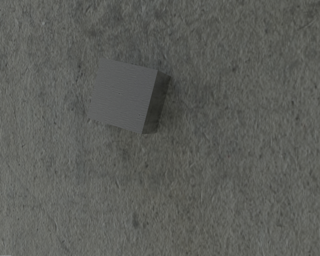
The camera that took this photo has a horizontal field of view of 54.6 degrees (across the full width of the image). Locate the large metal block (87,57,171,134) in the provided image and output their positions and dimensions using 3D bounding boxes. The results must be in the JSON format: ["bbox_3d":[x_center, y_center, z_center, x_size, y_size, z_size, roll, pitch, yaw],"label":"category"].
[{"bbox_3d":[-0.040,-0.042,0.410,0.080,0.050,0.080,16,96,19],"label":"large metal block"}]
